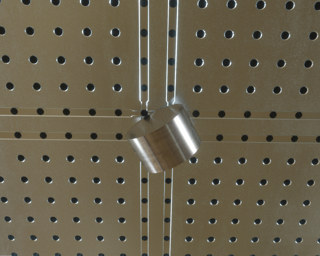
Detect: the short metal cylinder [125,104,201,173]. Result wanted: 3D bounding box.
[{"bbox_3d":[0.004,0.012,0.388,0.080,0.080,0.050,-27,107,9],"label":"short metal cylinder"}]
